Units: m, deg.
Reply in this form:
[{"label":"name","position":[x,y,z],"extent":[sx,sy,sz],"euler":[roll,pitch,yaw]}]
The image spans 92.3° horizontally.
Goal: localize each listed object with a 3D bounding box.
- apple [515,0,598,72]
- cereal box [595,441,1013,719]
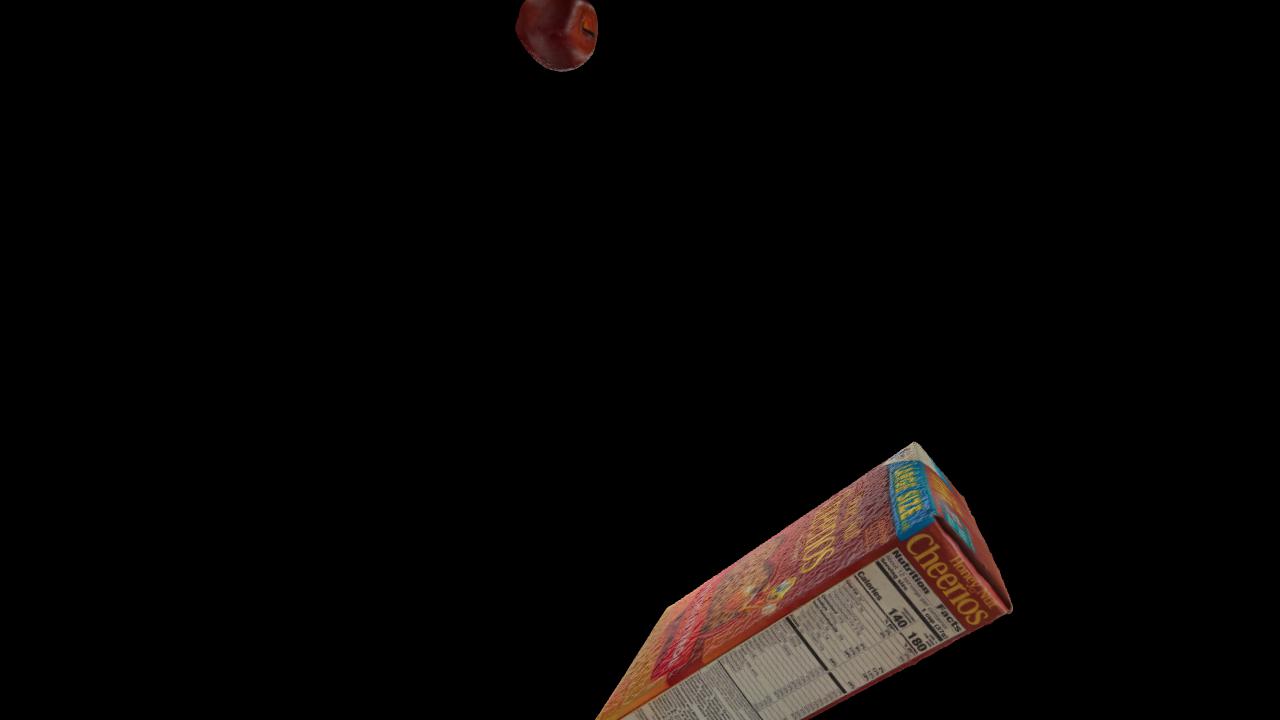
[{"label":"apple","position":[-0.088,-0.353,0.660],"extent":[0.093,0.079,0.079],"euler":[18,8,25]},{"label":"cereal box","position":[0.122,0.197,0.493],"extent":[0.306,0.081,0.203],"euler":[-42,-9,20]}]
